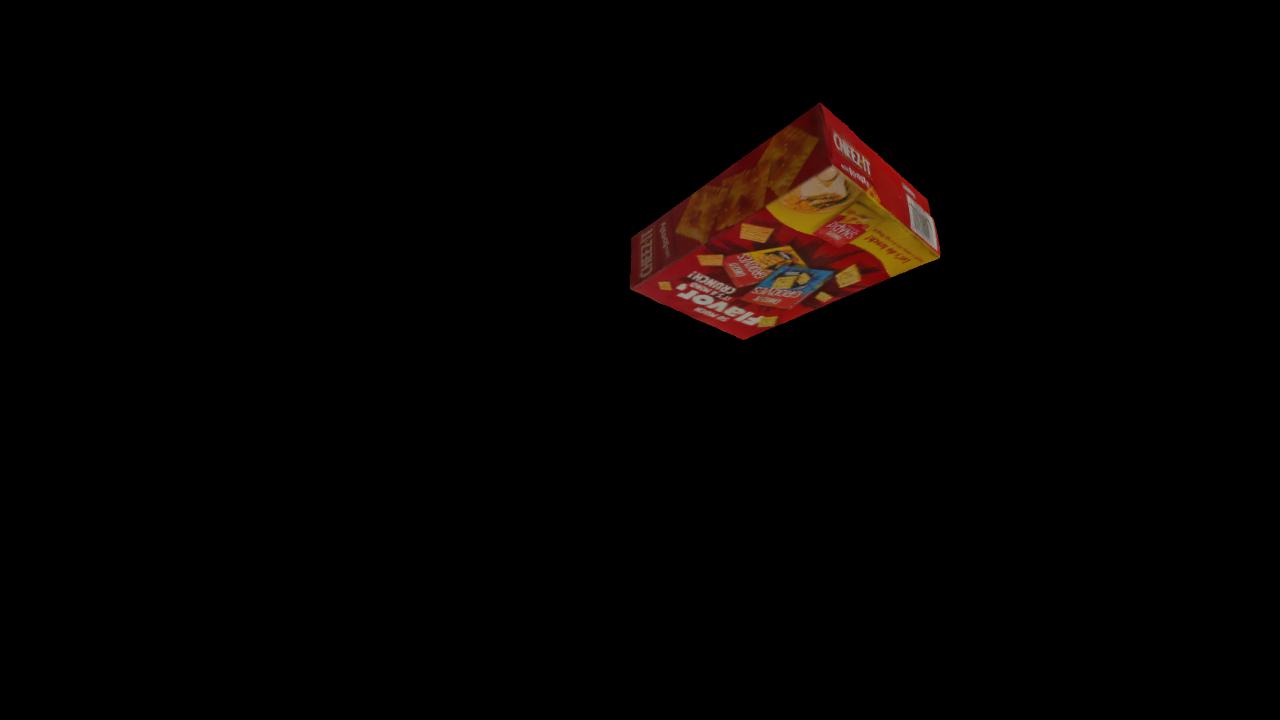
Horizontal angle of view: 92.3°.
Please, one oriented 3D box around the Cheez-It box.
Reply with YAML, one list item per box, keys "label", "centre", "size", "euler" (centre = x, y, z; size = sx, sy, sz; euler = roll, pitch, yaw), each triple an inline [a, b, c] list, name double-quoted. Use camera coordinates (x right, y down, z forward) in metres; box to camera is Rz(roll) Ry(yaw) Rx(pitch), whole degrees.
- label: "Cheez-It box"
  centre: [0.122, -0.104, 0.558]
  size: [0.166, 0.071, 0.223]
  euler: [21, -32, -36]
